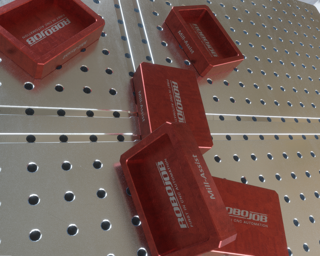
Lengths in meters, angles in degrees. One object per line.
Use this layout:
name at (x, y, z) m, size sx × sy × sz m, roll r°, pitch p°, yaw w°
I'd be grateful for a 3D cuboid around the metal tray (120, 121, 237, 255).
metal tray at (0.013, 0.069, 0.329) m, size 0.030 × 0.090 × 0.130 m, roll 2°, pitch 59°, yaw -49°

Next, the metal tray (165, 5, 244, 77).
metal tray at (0.078, -0.157, 0.544) m, size 0.091 × 0.030 × 0.130 m, roll -20°, pitch 72°, yaw -36°

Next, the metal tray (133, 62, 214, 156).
metal tray at (0.016, -0.026, 0.431) m, size 0.091 × 0.030 × 0.130 m, roll 5°, pitch 60°, yaw -26°

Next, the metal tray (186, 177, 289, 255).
metal tray at (0.094, 0.115, 0.388) m, size 0.131 × 0.030 × 0.090 m, roll 15°, pitch 55°, yaw -20°

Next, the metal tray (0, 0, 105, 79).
metal tray at (-0.147, -0.132, 0.406) m, size 0.090 × 0.030 × 0.131 m, roll 39°, pitch 51°, yaw -2°
